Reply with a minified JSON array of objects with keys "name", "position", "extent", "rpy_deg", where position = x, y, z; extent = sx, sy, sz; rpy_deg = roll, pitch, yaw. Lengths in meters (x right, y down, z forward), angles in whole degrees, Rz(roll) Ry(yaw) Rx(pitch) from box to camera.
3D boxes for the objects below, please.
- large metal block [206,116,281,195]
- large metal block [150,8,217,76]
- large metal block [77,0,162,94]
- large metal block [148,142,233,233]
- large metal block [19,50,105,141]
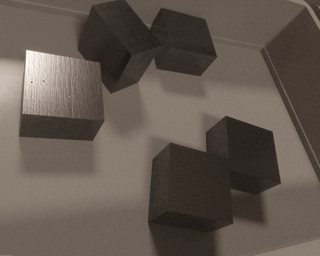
[{"name":"large metal block","position":[0.112,0.039,0.428],"extent":[0.081,0.050,0.080],"rpy_deg":[17,55,-19]},{"name":"large metal block","position":[0.035,-0.135,0.492],"extent":[0.081,0.050,0.080],"rpy_deg":[4,60,-27]},{"name":"large metal block","position":[-0.056,-0.105,0.406],"extent":[0.050,0.080,0.080],"rpy_deg":[-31,79,-38]},{"name":"large metal block","position":[0.035,0.072,0.366],"extent":[0.081,0.050,0.080],"rpy_deg":[17,55,-19]},{"name":"large metal block","position":[-0.112,-0.034,0.351],"extent":[0.081,0.050,0.080],"rpy_deg":[5,60,-26]}]
